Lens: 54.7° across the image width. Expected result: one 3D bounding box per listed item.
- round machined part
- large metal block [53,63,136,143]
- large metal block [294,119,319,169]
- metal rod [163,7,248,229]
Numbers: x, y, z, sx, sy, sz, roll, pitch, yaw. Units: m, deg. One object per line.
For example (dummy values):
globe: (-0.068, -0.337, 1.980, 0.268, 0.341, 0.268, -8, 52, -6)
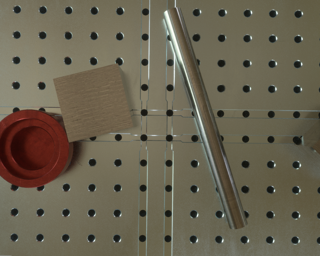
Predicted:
round machined part: (-0.162, 0.025, 0.403, 0.099, 0.042, 0.097, 0, 90, 0)
large metal block: (-0.081, -0.031, 0.400, 0.080, 0.050, 0.080, -14, 90, 0)
large metal block: (0.242, 0.022, 0.403, 0.080, 0.050, 0.080, 44, 90, 0)
metal rod: (0.060, -0.013, 0.413, 0.025, 0.025, 0.298, -17, 90, 0)
